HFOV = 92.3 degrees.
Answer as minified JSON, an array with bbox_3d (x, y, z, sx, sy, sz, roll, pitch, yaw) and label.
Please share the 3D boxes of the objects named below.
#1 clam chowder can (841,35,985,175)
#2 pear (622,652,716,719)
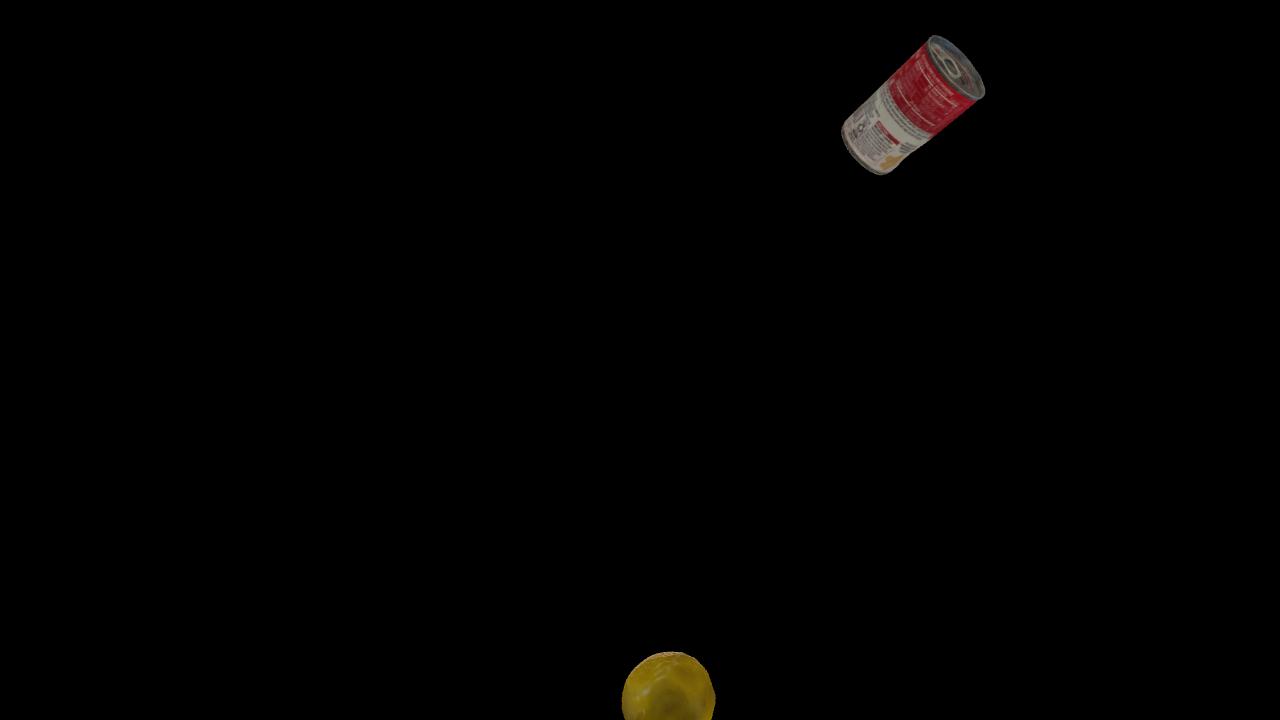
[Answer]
[{"bbox_3d":[0.241,-0.225,0.553,0.068,0.068,0.102,0,-25,-32],"label":"clam chowder can"},{"bbox_3d":[0.023,0.297,0.548,0.080,0.080,0.111,0,-18,-3],"label":"pear"}]
